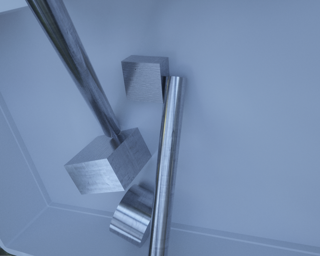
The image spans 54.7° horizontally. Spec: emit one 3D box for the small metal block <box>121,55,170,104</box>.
[{"bbox_3d":[-0.016,-0.060,0.379,0.050,0.025,0.050,8,122,23],"label":"small metal block"}]

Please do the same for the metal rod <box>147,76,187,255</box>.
[{"bbox_3d":[0.004,0.088,0.379,0.025,0.025,0.298,8,97,23],"label":"metal rod"}]

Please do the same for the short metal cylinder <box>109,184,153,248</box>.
[{"bbox_3d":[-0.033,0.133,0.471,0.050,0.080,0.079,25,127,13],"label":"short metal cylinder"}]

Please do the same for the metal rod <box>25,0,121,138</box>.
[{"bbox_3d":[-0.081,-0.061,0.313,0.025,0.025,0.299,22,159,14],"label":"metal rod"}]

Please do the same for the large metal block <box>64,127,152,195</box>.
[{"bbox_3d":[-0.071,0.046,0.438,0.080,0.080,0.050,-12,112,33],"label":"large metal block"}]
